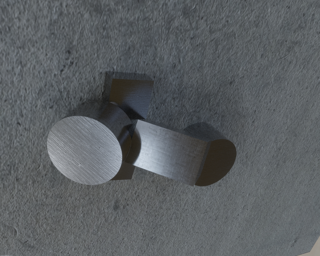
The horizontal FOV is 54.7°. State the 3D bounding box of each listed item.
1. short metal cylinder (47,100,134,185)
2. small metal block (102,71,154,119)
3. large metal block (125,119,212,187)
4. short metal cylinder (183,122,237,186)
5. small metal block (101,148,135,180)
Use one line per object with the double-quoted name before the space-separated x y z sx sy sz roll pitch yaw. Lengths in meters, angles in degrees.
"short metal cylinder" -0.073 0.015 0.339 0.080 0.050 0.079 4 114 9
"small metal block" -0.039 -0.038 0.364 0.050 0.025 0.050 -1 119 -28
"large metal block" 0.014 0.027 0.374 0.080 0.080 0.050 1 107 -77
"short metal cylinder" 0.063 0.038 0.452 0.081 0.050 0.079 -14 125 -21
"small metal block" -0.059 0.040 0.402 0.050 0.025 0.050 3 117 -30
